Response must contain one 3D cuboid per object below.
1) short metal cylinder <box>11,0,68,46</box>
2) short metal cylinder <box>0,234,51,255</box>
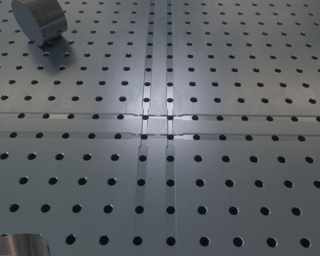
[{"bbox_3d":[-0.205,-0.188,0.528,0.080,0.080,0.050,34,58,25],"label":"short metal cylinder"},{"bbox_3d":[-0.130,0.133,0.259,0.081,0.080,0.050,-19,53,-15],"label":"short metal cylinder"}]
